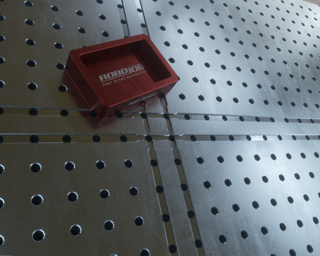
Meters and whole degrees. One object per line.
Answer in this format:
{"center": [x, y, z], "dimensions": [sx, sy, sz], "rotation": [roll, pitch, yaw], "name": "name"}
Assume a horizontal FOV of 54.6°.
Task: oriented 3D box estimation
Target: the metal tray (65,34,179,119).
{"center": [-0.048, -0.075, 0.424], "dimensions": [0.131, 0.030, 0.090], "rotation": [-27, 76, -37], "name": "metal tray"}
